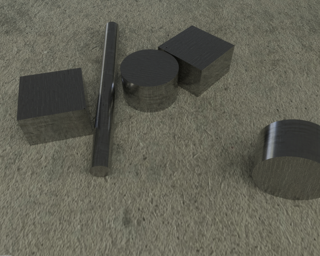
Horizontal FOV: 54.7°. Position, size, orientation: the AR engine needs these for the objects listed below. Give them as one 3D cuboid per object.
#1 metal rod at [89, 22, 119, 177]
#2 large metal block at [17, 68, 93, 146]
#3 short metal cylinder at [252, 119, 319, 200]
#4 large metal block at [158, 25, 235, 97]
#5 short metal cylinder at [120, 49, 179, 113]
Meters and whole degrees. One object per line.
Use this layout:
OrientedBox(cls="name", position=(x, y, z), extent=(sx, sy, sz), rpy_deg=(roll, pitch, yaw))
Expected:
OrientedBox(cls="metal rod", position=(-0.077, -0.064, 0.456), extent=(0.025, 0.025, 0.300), rpy_deg=(-2, 50, -2))
OrientedBox(cls="large metal block", position=(-0.137, -0.030, 0.411), extent=(0.081, 0.050, 0.080), rpy_deg=(-11, 51, -9))
OrientedBox(cls="short metal cylinder", position=(0.145, 0.036, 0.338), extent=(0.080, 0.080, 0.050), rpy_deg=(13, 52, 11))
OrientedBox(cls="large metal block", position=(0.054, -0.105, 0.475), extent=(0.080, 0.050, 0.080), rpy_deg=(35, 57, 25))
OrientedBox(cls="short metal cylinder", position=(-0.014, -0.068, 0.444), extent=(0.080, 0.050, 0.080), rpy_deg=(0, 50, 0))
